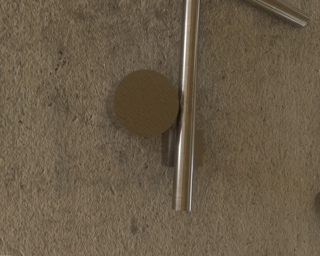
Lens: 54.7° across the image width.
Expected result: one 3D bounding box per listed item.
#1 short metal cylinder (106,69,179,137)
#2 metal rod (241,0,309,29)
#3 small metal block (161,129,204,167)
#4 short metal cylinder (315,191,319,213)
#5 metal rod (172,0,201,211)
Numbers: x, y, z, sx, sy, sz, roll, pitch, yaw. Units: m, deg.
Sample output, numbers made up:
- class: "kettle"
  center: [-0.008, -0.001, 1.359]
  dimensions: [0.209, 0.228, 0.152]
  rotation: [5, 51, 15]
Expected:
- class: "short metal cylinder"
  center: [-0.023, -0.029, 0.387]
  dimensions: [0.081, 0.050, 0.080]
  rotation: [0, 90, -20]
- class: "metal rod"
  center: [0.091, -0.211, 0.442]
  dimensions: [0.302, 0.025, 0.025]
  rotation: [17, 85, -20]
- class: "small metal block"
  center: [0.031, 0.027, 0.421]
  dimensions: [0.050, 0.025, 0.050]
  rotation: [2, 90, -20]
- class: "short metal cylinder"
  center: [0.298, 0.126, 0.491]
  dimensions: [0.080, 0.080, 0.050]
  rotation: [-40, 103, -16]
- class: "metal rod"
  center: [0.036, -0.047, 0.402]
  dimensions: [0.025, 0.025, 0.299]
  rotation: [7, 80, -20]
